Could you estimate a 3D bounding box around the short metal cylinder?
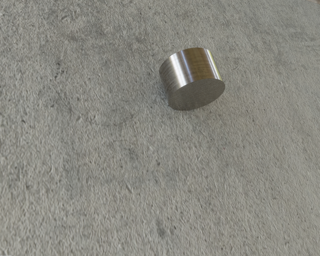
[{"bbox_3d":[0.044,-0.066,0.432,0.081,0.080,0.050,-2,63,-29],"label":"short metal cylinder"}]
